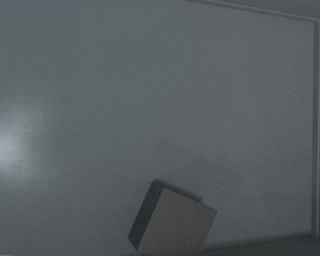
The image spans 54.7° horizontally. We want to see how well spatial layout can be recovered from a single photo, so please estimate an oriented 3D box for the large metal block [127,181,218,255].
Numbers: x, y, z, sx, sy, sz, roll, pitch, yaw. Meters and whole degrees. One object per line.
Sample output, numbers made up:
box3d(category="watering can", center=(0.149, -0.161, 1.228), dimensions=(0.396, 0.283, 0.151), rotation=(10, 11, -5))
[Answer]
box3d(category="large metal block", center=(0.016, 0.125, 0.403), dimensions=(0.080, 0.050, 0.080), rotation=(26, 81, -16))
